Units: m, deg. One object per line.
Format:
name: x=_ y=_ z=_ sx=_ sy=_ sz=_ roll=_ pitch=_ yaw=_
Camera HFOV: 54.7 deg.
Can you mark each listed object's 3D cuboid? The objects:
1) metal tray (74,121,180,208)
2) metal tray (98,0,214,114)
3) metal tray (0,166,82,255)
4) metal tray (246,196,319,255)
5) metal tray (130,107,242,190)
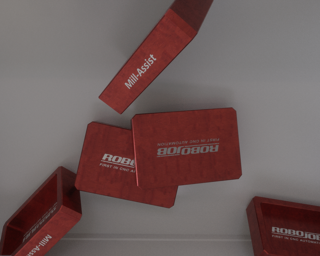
metal tray: x=-0.038 y=0.048 z=0.411 sx=0.131 sy=0.030 sz=0.089 roll=13 pitch=91 yaw=-5
metal tray: x=-0.006 y=-0.080 z=0.320 sx=0.030 sy=0.090 sz=0.129 roll=38 pitch=133 yaw=-13
metal tray: x=-0.160 y=0.124 z=0.412 sx=0.130 sy=0.090 sz=0.030 roll=-45 pitch=122 yaw=9
metal tray: x=0.193 y=0.148 z=0.430 sx=0.131 sy=0.090 sz=0.030 roll=10 pitch=129 yaw=-4
metal tray: x=0.032 y=0.024 z=0.389 sx=0.131 sy=0.030 sz=0.089 roll=-5 pitch=88 yaw=-10
